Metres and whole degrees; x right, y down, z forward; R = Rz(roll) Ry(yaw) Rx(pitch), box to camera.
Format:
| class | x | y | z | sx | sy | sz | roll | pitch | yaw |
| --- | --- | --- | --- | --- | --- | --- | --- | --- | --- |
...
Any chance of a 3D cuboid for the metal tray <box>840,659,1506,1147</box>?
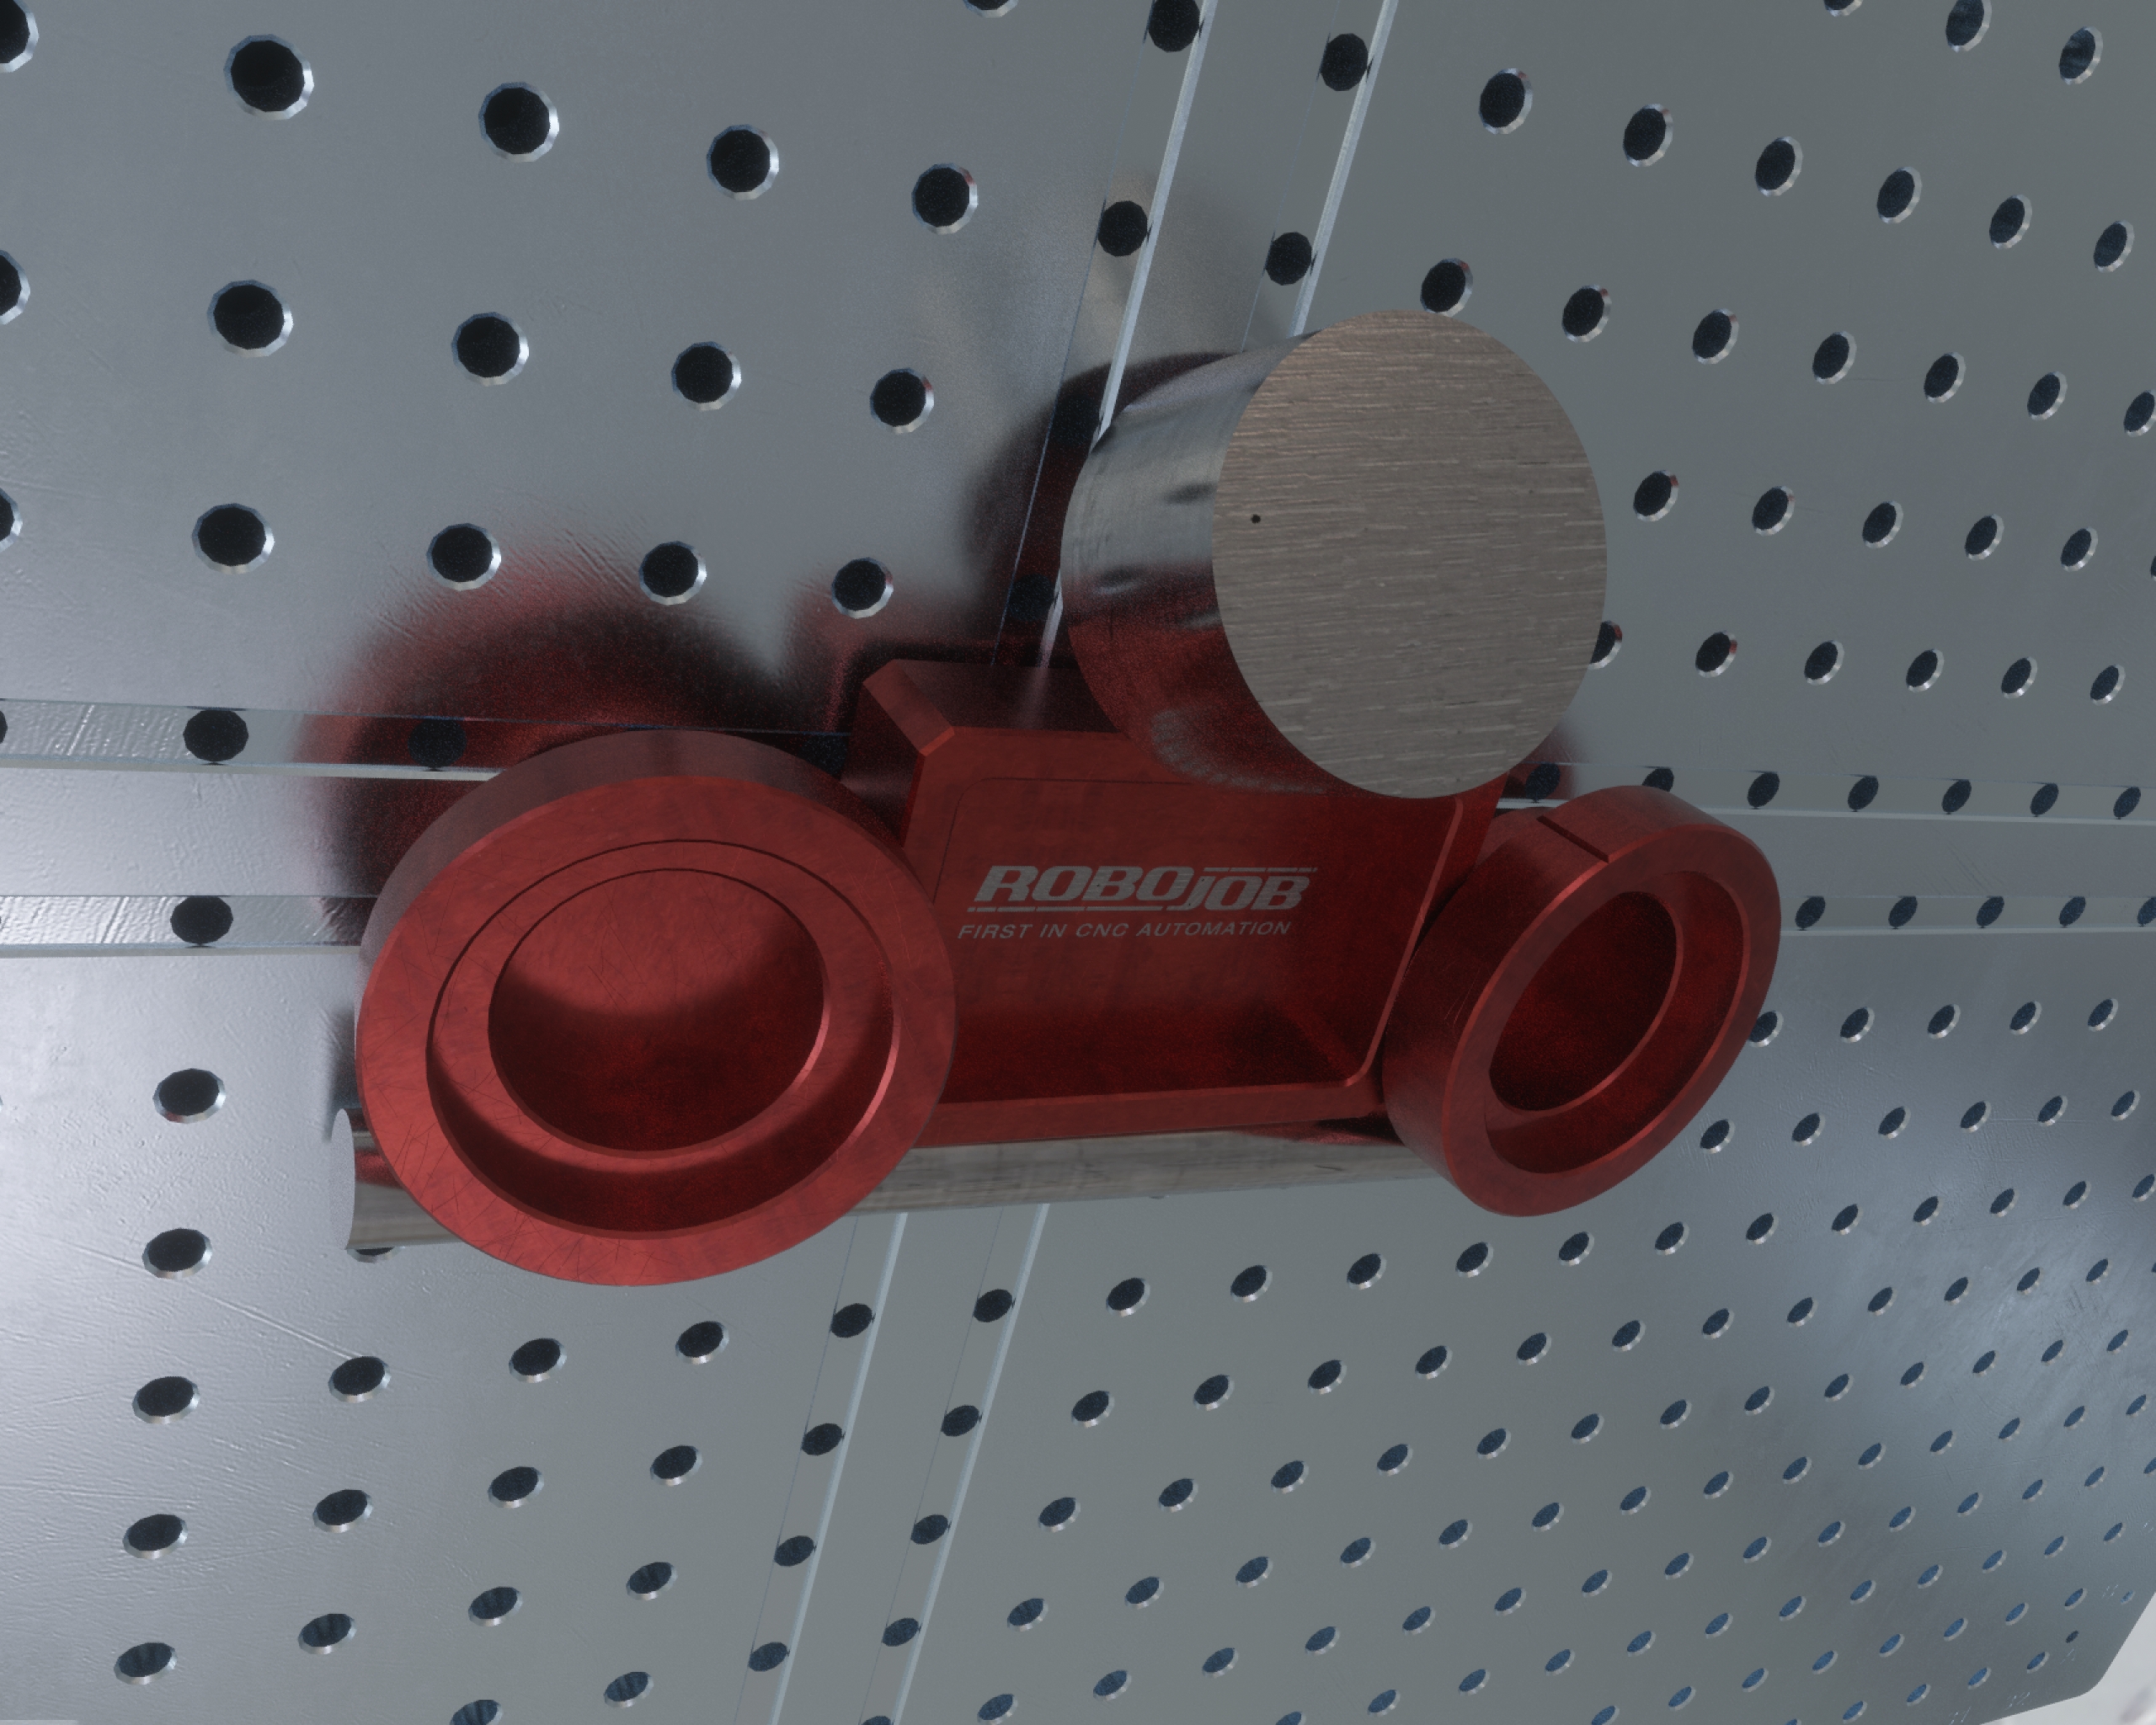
| class | x | y | z | sx | sy | sz | roll | pitch | yaw |
| --- | --- | --- | --- | --- | --- | --- | --- | --- | --- |
| metal tray | 0.014 | 0.009 | 0.416 | 0.131 | 0.030 | 0.089 | 0 | 119 | -29 |

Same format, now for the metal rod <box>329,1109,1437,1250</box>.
| class | x | y | z | sx | sy | sz | roll | pitch | yaw |
| --- | --- | --- | --- | --- | --- | --- | --- | --- | --- |
| metal rod | 0.001 | 0.059 | 0.444 | 0.303 | 0.025 | 0.025 | 1 | 118 | -29 |

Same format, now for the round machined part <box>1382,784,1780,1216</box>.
| class | x | y | z | sx | sy | sz | roll | pitch | yaw |
| --- | --- | --- | --- | --- | --- | --- | --- | --- | --- |
| round machined part | 0.105 | 0.026 | 0.463 | 0.099 | 0.042 | 0.097 | -19 | 127 | -27 |

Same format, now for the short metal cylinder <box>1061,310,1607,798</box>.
| class | x | y | z | sx | sy | sz | roll | pitch | yaw |
| --- | --- | --- | --- | --- | --- | --- | --- | --- | --- |
| short metal cylinder | 0.044 | -0.051 | 0.364 | 0.081 | 0.050 | 0.079 | -1 | 93 | -29 |

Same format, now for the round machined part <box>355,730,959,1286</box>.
| class | x | y | z | sx | sy | sz | roll | pitch | yaw |
| --- | --- | --- | --- | --- | --- | --- | --- | --- | --- |
| round machined part | -0.074 | 0.022 | 0.362 | 0.099 | 0.042 | 0.097 | -8 | 118 | -16 |
